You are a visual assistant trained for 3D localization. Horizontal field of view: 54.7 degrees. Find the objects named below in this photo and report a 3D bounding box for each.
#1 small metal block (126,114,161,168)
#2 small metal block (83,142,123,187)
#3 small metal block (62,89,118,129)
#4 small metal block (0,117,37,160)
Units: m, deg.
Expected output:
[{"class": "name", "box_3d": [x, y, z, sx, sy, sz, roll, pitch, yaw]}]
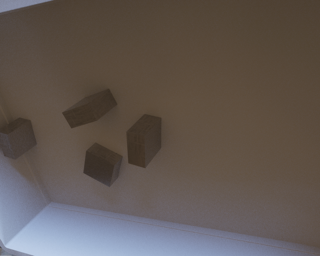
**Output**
[{"class": "small metal block", "box_3d": [-0.020, 0.016, 0.412, 0.025, 0.050, 0.050, 14, 124, 20]}, {"class": "small metal block", "box_3d": [-0.091, 0.058, 0.491, 0.050, 0.025, 0.050, 26, 127, 11]}, {"class": "small metal block", "box_3d": [-0.095, -0.027, 0.424, 0.050, 0.050, 0.025, -14, 111, 33]}, {"class": "small metal block", "box_3d": [-0.243, 0.017, 0.528, 0.025, 0.050, 0.050, 13, 124, 21]}]
